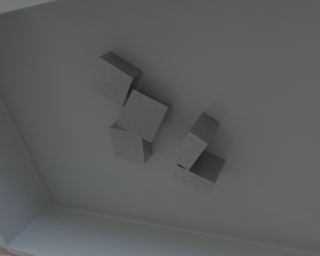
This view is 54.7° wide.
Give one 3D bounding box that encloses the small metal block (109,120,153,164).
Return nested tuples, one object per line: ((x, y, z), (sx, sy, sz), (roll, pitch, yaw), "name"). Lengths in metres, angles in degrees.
((-0.041, 0.019, 0.442), (0.050, 0.025, 0.050), (10, 123, 23), "small metal block")

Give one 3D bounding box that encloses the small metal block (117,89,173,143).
((-0.019, -0.016, 0.397), (0.050, 0.025, 0.050), (28, 103, 10), "small metal block")

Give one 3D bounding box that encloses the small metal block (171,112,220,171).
((0.044, 0.016, 0.379), (0.025, 0.050, 0.050), (34, 129, 6), "small metal block")

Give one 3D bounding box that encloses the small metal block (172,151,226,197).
((0.051, 0.053, 0.399), (0.050, 0.050, 0.025), (25, 127, 12), "small metal block")

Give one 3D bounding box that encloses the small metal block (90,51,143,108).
((-0.057, -0.062, 0.400), (0.050, 0.025, 0.050), (32, 129, 7), "small metal block")
